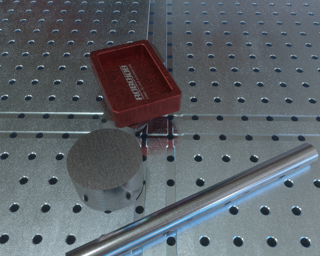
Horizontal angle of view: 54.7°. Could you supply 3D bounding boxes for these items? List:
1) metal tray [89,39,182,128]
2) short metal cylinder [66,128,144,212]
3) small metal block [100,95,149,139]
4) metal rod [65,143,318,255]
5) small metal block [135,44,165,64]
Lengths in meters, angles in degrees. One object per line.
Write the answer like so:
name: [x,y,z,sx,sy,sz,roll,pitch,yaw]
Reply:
metal tray: [-0.037,-0.066,0.426,0.091,0.030,0.130,-17,52,-14]
short metal cylinder: [-0.059,0.047,0.351,0.080,0.050,0.080,0,50,0]
small metal block: [-0.044,-0.016,0.420,0.050,0.025,0.050,19,53,15]
metal rod: [0.050,0.081,0.339,0.302,0.025,0.025,-20,53,-17]
small metal block: [-0.024,-0.105,0.495,0.050,0.025,0.050,-16,52,-13]
